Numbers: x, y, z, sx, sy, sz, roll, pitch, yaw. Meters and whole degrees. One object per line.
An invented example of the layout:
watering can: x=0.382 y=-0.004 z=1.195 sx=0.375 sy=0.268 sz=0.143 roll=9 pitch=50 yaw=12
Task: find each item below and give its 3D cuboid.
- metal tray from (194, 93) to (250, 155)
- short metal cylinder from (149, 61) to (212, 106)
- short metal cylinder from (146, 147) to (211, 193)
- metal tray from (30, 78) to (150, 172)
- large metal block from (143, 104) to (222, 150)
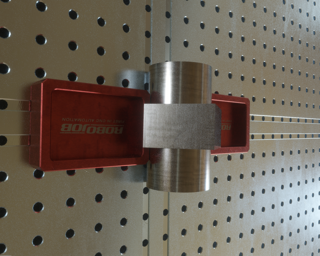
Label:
metal tray: x=0.089 y=-0.006 z=0.480 sx=0.131 sy=0.030 sz=0.089 roll=1 pitch=89 yaw=-40
short metal cylinder: x=0.025 y=-0.051 z=0.394 sx=0.081 sy=0.080 sz=0.050 roll=2 pitch=89 yaw=-40
short metal cylinder: x=0.023 y=0.049 z=0.393 sx=0.081 sy=0.080 sz=0.050 roll=2 pitch=89 yaw=-40
metal tray: x=-0.072 y=-0.002 z=0.345 sx=0.131 sy=0.030 sz=0.089 roll=1 pitch=89 yaw=-40
large metal block: x=0.031 y=-0.001 z=0.380 sx=0.080 sy=0.080 sz=0.050 roll=7 pitch=85 yaw=-74
